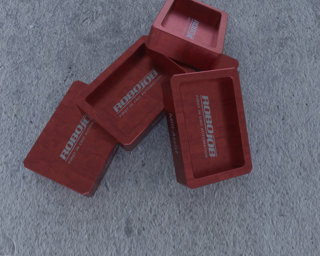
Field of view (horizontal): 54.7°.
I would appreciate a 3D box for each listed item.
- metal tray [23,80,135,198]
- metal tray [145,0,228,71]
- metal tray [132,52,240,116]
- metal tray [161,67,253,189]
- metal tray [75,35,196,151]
[{"bbox_3d":[-0.099,0.012,0.400,0.090,0.030,0.130,23,71,8],"label":"metal tray"},{"bbox_3d":[0.041,-0.135,0.420,0.090,0.030,0.130,22,44,-3],"label":"metal tray"},{"bbox_3d":[0.033,-0.077,0.435,0.130,0.030,0.090,26,72,8],"label":"metal tray"},{"bbox_3d":[0.057,-0.002,0.372,0.091,0.030,0.129,-11,94,-21],"label":"metal tray"},{"bbox_3d":[-0.028,-0.046,0.391,0.090,0.030,0.130,40,74,13],"label":"metal tray"}]
